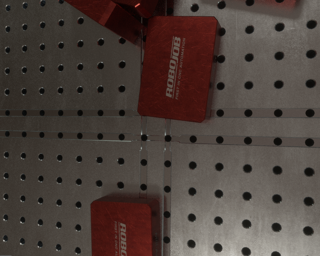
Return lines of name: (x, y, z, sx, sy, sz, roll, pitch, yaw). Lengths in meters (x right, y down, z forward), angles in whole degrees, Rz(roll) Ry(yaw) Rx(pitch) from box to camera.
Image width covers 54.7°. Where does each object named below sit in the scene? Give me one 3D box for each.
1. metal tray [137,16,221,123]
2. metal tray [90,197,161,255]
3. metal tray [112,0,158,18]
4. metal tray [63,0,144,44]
metal tray: (0.025, -0.075, 0.401, 0.090, 0.030, 0.129, 8, 93, 19)
metal tray: (-0.047, 0.164, 0.425, 0.090, 0.030, 0.129, -2, 89, 19)
metal tray: (-0.028, -0.216, 0.402, 0.090, 0.030, 0.129, 25, 92, 31)
metal tray: (-0.094, -0.166, 0.409, 0.130, 0.090, 0.030, 36, 102, 16)
